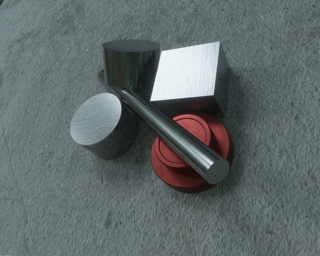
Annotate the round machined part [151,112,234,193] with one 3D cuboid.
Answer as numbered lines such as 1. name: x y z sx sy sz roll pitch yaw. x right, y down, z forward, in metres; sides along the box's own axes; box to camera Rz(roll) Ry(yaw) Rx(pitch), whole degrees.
1. round machined part: 0.033 0.023 0.362 0.098 0.042 0.098 -13 56 21

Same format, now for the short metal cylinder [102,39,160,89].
1. short metal cylinder: -0.040 -0.094 0.444 0.081 0.050 0.080 1 27 0

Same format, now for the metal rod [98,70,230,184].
1. metal rod: -0.019 -0.023 0.386 0.025 0.025 0.300 -45 38 -3

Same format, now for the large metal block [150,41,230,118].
1. large metal block: 0.042 -0.058 0.401 0.080 0.050 0.080 -3 60 26

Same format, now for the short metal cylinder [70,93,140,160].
1. short metal cylinder: -0.076 -0.002 0.431 0.080 0.050 0.080 -13 56 21
